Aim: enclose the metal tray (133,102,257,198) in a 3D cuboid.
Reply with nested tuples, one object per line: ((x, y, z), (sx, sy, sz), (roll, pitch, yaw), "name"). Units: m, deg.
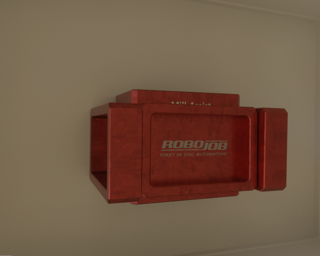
((0.039, 0.021, 0.324), (0.131, 0.030, 0.089), (1, 89, -20), "metal tray")

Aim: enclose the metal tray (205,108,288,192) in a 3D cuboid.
((0.101, 0.022, 0.389), (0.030, 0.130, 0.089), (1, 90, -20), "metal tray")

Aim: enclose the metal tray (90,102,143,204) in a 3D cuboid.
((-0.052, 0.021, 0.334), (0.030, 0.130, 0.089), (1, 91, -20), "metal tray")

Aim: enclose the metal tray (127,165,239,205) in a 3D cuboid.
((0.018, 0.064, 0.379), (0.131, 0.090, 0.030), (0, 90, -20), "metal tray")

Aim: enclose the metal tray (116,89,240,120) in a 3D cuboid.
((0.019, -0.025, 0.380), (0.131, 0.090, 0.030), (0, 91, -20), "metal tray")
